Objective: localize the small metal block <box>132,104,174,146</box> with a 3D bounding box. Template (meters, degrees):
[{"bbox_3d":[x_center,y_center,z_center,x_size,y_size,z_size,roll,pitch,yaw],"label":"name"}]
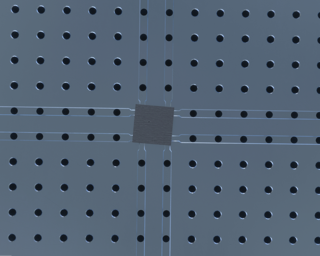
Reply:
[{"bbox_3d":[-0.009,-0.004,0.413,0.050,0.025,0.050,5,90,-1],"label":"small metal block"}]
